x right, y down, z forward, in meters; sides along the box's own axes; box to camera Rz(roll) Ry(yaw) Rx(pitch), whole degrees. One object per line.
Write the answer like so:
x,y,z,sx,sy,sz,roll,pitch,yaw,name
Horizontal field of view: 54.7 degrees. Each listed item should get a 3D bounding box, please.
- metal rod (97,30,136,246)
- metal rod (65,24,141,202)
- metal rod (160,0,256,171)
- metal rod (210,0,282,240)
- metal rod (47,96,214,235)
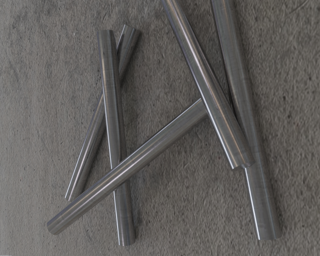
-0.061,0.016,0.436,0.025,0.025,0.298,-3,94,40,metal rod
-0.094,-0.012,0.482,0.025,0.025,0.298,36,112,34,metal rod
0.036,-0.094,0.357,0.025,0.025,0.299,-35,63,34,metal rod
0.086,-0.036,0.333,0.025,0.025,0.298,-15,80,39,metal rod
-0.048,0.057,0.406,0.299,0.025,0.025,-40,65,20,metal rod
